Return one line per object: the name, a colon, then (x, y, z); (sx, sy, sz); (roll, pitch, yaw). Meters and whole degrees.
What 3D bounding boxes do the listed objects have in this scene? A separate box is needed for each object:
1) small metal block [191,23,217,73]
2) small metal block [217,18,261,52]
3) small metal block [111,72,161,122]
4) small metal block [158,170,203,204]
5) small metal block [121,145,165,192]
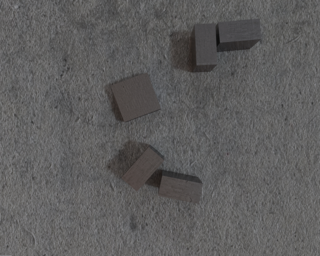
small metal block: (0.055, -0.101, 0.398); (0.025, 0.050, 0.050); (-3, 90, 0)
small metal block: (0.096, -0.118, 0.398); (0.050, 0.050, 0.025); (-5, 90, 0)
small metal block: (-0.031, -0.040, 0.410); (0.050, 0.025, 0.050); (-21, 90, 0)
small metal block: (0.025, 0.074, 0.398); (0.050, 0.050, 0.025); (11, 90, 0)
small metal block: (-0.021, 0.049, 0.397); (0.025, 0.050, 0.050); (41, 90, 0)
